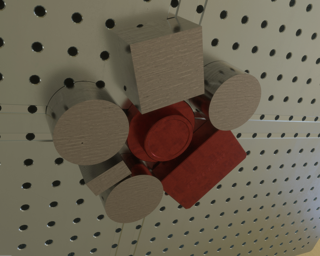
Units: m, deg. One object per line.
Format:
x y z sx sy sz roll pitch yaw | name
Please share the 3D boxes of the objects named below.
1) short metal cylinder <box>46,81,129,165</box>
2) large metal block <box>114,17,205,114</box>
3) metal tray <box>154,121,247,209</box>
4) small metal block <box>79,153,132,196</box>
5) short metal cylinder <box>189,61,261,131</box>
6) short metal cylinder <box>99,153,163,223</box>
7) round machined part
-0.081 -0.005 0.346 0.081 0.050 0.079 -14 124 -21 | short metal cylinder
0.001 -0.072 0.351 0.081 0.050 0.079 -20 126 -17 | large metal block
0.062 0.055 0.475 0.130 0.030 0.090 -42 129 0 | metal tray
-0.070 0.048 0.385 0.050 0.050 0.025 -33 129 -7 | small metal block
0.086 -0.043 0.414 0.081 0.050 0.079 -14 124 -21 | short metal cylinder
-0.042 0.081 0.421 0.081 0.050 0.079 -14 124 -21 | short metal cylinder
0.003 0.004 0.404 0.099 0.042 0.097 -14 124 -21 | round machined part
